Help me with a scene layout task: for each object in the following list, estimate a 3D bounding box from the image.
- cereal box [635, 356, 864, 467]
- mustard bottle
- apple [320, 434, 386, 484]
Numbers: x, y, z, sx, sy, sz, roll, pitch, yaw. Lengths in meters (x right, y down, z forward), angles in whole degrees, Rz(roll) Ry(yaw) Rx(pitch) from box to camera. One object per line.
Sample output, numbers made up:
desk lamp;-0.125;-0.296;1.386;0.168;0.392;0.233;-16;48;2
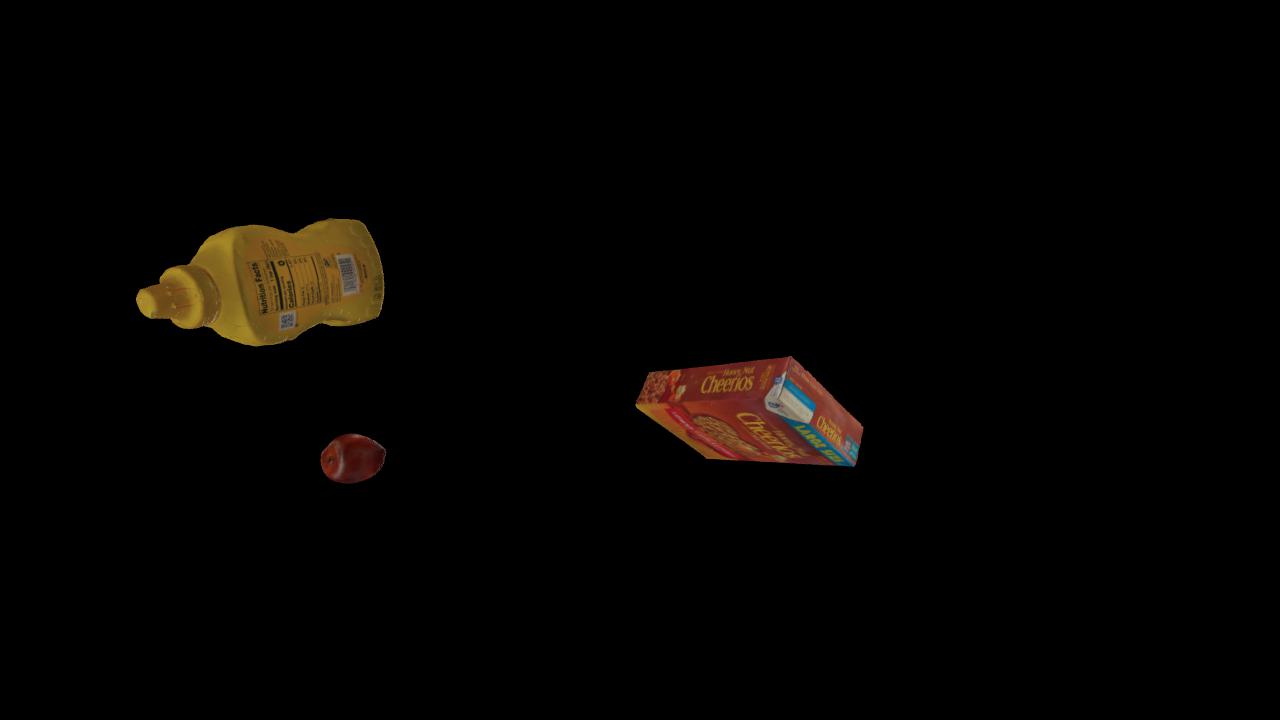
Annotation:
cereal box;0.165;0.089;0.978;0.203;0.081;0.306;39;-27;-31
mustard bottle;-0.280;-0.058;0.467;0.054;0.092;0.184;7;17;19
apple;-0.446;0.154;0.958;0.079;0.079;0.093;0;-4;27
